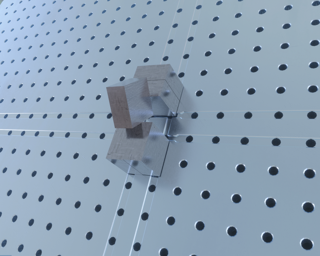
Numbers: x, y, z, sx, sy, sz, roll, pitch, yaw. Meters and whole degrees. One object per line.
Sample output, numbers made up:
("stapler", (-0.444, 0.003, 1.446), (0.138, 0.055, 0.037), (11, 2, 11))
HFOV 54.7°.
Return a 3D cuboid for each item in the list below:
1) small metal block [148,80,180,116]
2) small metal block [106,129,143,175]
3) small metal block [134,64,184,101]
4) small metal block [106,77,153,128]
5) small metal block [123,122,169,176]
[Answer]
("small metal block", (-0.008, -0.039, 0.419), (0.050, 0.050, 0.025), (2, 63, 29))
("small metal block", (-0.037, 0.026, 0.394), (0.025, 0.050, 0.050), (1, 63, 29))
("small metal block", (-0.002, -0.062, 0.429), (0.050, 0.050, 0.025), (2, 63, 29))
("small metal block", (-0.035, -0.031, 0.375), (0.025, 0.050, 0.050), (0, 19, 29))
("small metal block", (-0.016, 0.026, 0.381), (0.025, 0.050, 0.050), (1, 63, 29))
